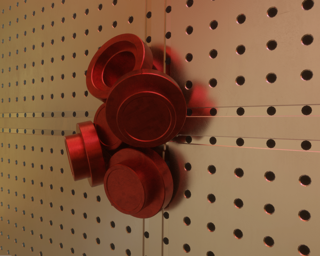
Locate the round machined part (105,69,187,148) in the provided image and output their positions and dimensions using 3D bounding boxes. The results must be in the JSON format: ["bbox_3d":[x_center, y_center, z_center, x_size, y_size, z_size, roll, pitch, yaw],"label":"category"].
[{"bbox_3d":[-0.017,-0.018,0.372,0.042,0.099,0.097,-99,34,-65],"label":"round machined part"}]

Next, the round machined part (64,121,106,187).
[{"bbox_3d":[-0.113,0.041,0.458,0.098,0.042,0.097,167,90,-70],"label":"round machined part"}]

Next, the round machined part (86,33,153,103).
[{"bbox_3d":[-0.050,-0.076,0.423,0.098,0.042,0.098,-14,62,28],"label":"round machined part"}]

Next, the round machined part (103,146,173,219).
[{"bbox_3d":[-0.035,0.074,0.409,0.098,0.042,0.097,9,106,32],"label":"round machined part"}]

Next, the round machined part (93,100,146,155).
[{"bbox_3d":[-0.058,-0.003,0.442,0.098,0.042,0.097,0,90,39],"label":"round machined part"}]
